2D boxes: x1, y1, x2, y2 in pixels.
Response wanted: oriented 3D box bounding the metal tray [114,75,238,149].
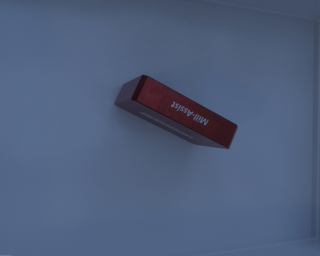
[{"bbox_3d":[0.017,-0.016,0.380,0.131,0.090,0.030,26,81,-19],"label":"metal tray"}]
